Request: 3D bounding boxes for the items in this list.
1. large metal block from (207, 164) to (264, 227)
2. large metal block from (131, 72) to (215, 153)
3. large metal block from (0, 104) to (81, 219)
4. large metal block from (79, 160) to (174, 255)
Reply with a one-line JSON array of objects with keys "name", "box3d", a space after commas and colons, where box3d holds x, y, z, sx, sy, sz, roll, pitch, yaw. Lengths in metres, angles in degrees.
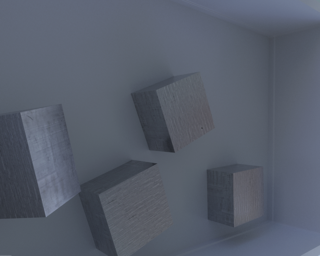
[{"name": "large metal block", "box3d": [0.122, 0.104, 0.496, 0.081, 0.050, 0.079, -3, 92, -40]}, {"name": "large metal block", "box3d": [0.019, -0.022, 0.408, 0.081, 0.050, 0.080, -28, 108, -37]}, {"name": "large metal block", "box3d": [-0.123, 0.027, 0.260, 0.050, 0.080, 0.079, -35, 117, -70]}, {"name": "large metal block", "box3d": [-0.039, 0.091, 0.360, 0.081, 0.050, 0.080, -24, 105, -38]}]
